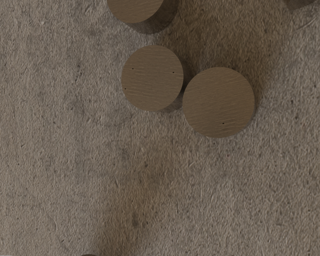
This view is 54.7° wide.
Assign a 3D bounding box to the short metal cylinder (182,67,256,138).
[{"bbox_3d":[0.073,-0.029,0.370,0.080,0.050,0.080,0,90,20],"label":"short metal cylinder"}]

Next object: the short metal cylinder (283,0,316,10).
[{"bbox_3d":[0.159,-0.171,0.323,0.080,0.080,0.050,-29,81,18],"label":"short metal cylinder"}]

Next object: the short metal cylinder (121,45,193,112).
[{"bbox_3d":[-0.002,-0.060,0.396,0.080,0.050,0.080,0,90,20],"label":"short metal cylinder"}]

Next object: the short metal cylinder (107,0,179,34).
[{"bbox_3d":[-0.022,-0.169,0.403,0.080,0.050,0.080,0,90,20],"label":"short metal cylinder"}]
